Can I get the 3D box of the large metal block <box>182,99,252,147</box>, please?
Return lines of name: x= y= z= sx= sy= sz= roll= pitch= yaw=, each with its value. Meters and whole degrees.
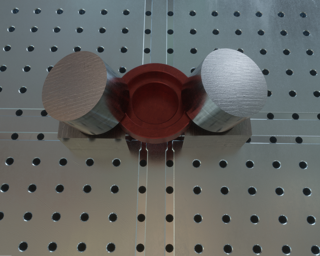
large metal block: x=0.069 y=-0.020 z=0.406 sx=0.081 sy=0.050 sz=0.080 roll=-1 pitch=70 yaw=-1

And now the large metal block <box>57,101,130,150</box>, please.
large metal block: x=-0.081 y=-0.017 z=0.404 sx=0.080 sy=0.050 sz=0.080 roll=1 pitch=70 yaw=0

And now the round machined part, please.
round machined part: x=-0.006 y=-0.027 z=0.381 sx=0.099 sy=0.042 sz=0.098 roll=0 pitch=70 yaw=0

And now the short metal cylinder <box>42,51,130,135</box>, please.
short metal cylinder: x=-0.081 y=-0.038 z=0.345 sx=0.080 sy=0.050 sz=0.080 roll=-7 pitch=70 yaw=20

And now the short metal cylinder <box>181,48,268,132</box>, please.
short metal cylinder: x=0.071 y=-0.041 z=0.347 sx=0.081 sy=0.050 sz=0.080 roll=7 pitch=68 yaw=-19
